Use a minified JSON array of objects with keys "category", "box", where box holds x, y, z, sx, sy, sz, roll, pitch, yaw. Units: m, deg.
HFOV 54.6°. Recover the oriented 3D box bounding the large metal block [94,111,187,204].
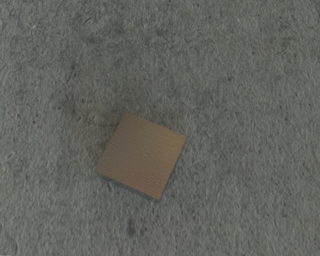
[{"category":"large metal block","box":[-0.021,0.038,0.381,0.080,0.050,0.080,23,72,8]}]
